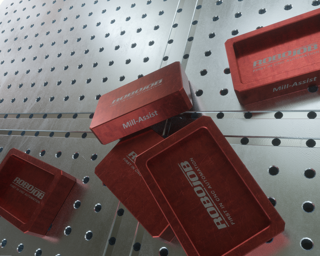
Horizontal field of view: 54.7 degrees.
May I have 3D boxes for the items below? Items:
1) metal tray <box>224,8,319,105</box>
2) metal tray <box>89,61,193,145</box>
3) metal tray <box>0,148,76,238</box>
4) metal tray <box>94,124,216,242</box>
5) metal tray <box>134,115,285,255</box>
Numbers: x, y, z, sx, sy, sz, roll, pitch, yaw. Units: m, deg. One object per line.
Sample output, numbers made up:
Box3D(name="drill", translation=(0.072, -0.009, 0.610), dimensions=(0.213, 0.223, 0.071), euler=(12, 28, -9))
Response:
Box3D(name="metal tray", translation=(0.152, -0.088, 0.378), dimensions=(0.130, 0.030, 0.090), euler=(-15, 56, 19))
Box3D(name="metal tray", translation=(-0.025, -0.035, 0.418), dimensions=(0.130, 0.030, 0.090), euler=(-22, 31, 14))
Box3D(name="metal tray", translation=(-0.195, 0.089, 0.450), dimensions=(0.130, 0.030, 0.090), euler=(16, 69, 34))
Box3D(name="metal tray", translation=(-0.010, 0.058, 0.373), dimensions=(0.090, 0.030, 0.130), euler=(-48, 52, -6))
Box3D(name="metal tray", translation=(0.045, 0.064, 0.307), dimensions=(0.090, 0.030, 0.130), euler=(-32, 72, -1))
